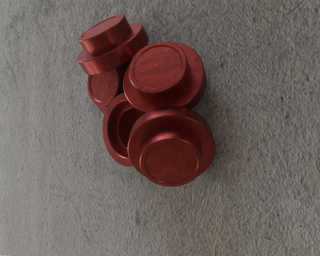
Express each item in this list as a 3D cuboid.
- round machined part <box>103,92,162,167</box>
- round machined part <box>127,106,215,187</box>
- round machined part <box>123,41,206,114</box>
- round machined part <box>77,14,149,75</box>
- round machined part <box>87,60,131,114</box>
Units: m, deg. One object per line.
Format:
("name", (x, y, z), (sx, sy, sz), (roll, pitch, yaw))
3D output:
("round machined part", (-0.029, 0.001, 0.417), (0.098, 0.042, 0.097), (0, 90, 39))
("round machined part", (0.013, 0.027, 0.347), (0.097, 0.098, 0.042), (-50, 20, 28))
("round machined part", (0.002, -0.061, 0.363), (0.098, 0.042, 0.098), (-6, 66, 14))
("round machined part", (-0.068, -0.116, 0.411), (0.098, 0.098, 0.042), (1, 133, 39))
("round machined part", (-0.068, -0.065, 0.451), (0.098, 0.042, 0.097), (0, 90, 39))
